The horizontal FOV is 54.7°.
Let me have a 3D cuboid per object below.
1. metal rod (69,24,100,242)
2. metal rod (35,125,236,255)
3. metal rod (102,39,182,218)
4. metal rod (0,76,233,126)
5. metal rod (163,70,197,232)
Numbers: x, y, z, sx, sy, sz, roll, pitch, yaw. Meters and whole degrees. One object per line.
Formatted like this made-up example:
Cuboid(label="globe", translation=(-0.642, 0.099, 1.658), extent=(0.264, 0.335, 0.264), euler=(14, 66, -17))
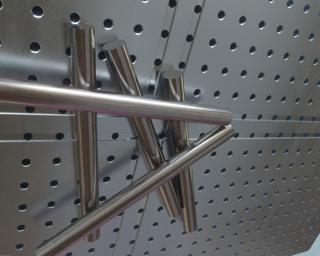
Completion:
Cuboid(label="metal rod", translation=(-0.089, 0.028, 0.380), extent=(0.025, 0.025, 0.298), euler=(-9, 123, -24))
Cuboid(label="metal rod", translation=(-0.027, 0.082, 0.416), extent=(0.301, 0.025, 0.025), euler=(-33, 129, -7))
Cuboid(label="metal rod", translation=(-0.012, 0.024, 0.420), extent=(0.025, 0.025, 0.299), euler=(-27, 128, -12))
Cuboid(label="metal rod", translation=(-0.039, -0.026, 0.343), extent=(0.302, 0.025, 0.025), euler=(5, 116, -31))
Cuboid(label="metal rod", translation=(0.035, 0.055, 0.466), extent=(0.025, 0.025, 0.298), euler=(-21, 127, -16))
